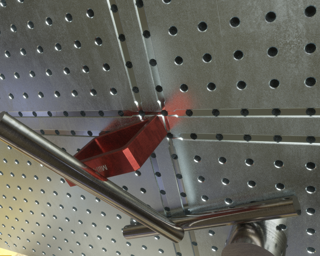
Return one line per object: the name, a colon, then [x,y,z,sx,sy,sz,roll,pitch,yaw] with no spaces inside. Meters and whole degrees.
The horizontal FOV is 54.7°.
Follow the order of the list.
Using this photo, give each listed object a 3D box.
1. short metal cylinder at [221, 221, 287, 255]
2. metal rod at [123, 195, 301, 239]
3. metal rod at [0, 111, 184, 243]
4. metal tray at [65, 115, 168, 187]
short metal cylinder: [0.131,0.169,0.430,0.080,0.050,0.079,13,124,20]
metal rod: [0.055,0.141,0.467,0.299,0.025,0.025,-22,107,36]
metal rod: [-0.064,0.077,0.379,0.025,0.025,0.300,-18,134,35]
metal tray: [-0.064,0.031,0.420,0.130,0.090,0.030,-18,109,35]
